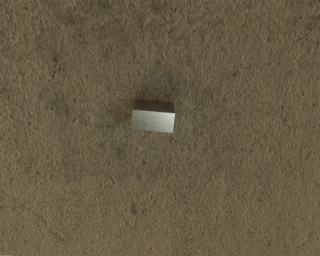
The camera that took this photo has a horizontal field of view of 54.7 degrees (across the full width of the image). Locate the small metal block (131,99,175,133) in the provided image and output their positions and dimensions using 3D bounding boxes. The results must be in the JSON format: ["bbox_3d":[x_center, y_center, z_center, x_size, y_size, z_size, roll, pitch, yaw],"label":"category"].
[{"bbox_3d":[-0.009,-0.016,0.391,0.050,0.050,0.025,5,110,-2],"label":"small metal block"}]
